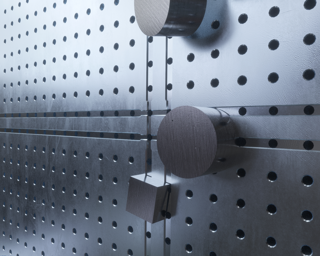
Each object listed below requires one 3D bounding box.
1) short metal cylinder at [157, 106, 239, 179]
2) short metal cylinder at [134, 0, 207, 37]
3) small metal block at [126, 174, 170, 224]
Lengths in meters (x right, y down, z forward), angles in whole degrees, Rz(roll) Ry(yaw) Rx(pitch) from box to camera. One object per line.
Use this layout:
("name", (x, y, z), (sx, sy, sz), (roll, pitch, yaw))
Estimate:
("short metal cylinder", (0.043, 0.015, 0.358), (0.080, 0.050, 0.080), (0, 90, 40))
("short metal cylinder", (0.010, -0.150, 0.369), (0.080, 0.050, 0.079), (23, 117, 54))
("small metal block", (-0.018, 0.095, 0.424), (0.050, 0.025, 0.050), (13, 98, 39))
